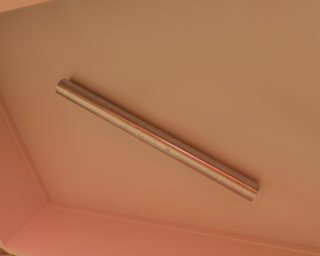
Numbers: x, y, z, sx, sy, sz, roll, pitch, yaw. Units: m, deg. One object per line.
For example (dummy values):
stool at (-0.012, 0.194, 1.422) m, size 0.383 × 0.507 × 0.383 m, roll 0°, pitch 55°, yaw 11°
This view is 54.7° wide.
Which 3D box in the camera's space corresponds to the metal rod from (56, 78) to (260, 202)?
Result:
metal rod at (-0.010, 0.011, 0.417) m, size 0.301 × 0.025 × 0.025 m, roll 29°, pitch 128°, yaw 9°
